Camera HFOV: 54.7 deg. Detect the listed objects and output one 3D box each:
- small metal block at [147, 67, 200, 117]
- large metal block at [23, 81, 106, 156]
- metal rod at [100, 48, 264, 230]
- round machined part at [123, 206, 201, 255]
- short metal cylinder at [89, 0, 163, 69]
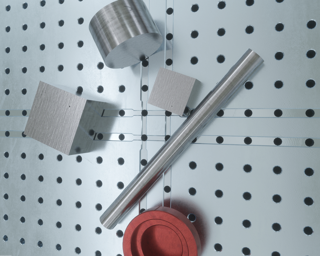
[{"bbox_3d":[0.018,-0.047,0.405,0.050,0.025,0.050,22,97,18],"label":"small metal block"},{"bbox_3d":[-0.136,-0.015,0.446,0.080,0.050,0.080,22,97,18],"label":"large metal block"},{"bbox_3d":[0.020,0.023,0.404,0.025,0.025,0.299,44,103,14],"label":"metal rod"},{"bbox_3d":[0.005,0.150,0.401,0.098,0.042,0.097,0,90,19],"label":"round machined part"},{"bbox_3d":[-0.043,-0.119,0.398,0.080,0.080,0.050,-28,81,17],"label":"short metal cylinder"}]
